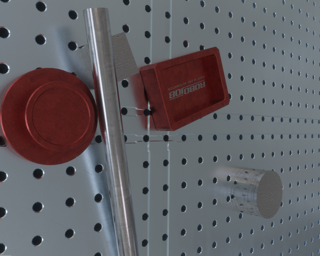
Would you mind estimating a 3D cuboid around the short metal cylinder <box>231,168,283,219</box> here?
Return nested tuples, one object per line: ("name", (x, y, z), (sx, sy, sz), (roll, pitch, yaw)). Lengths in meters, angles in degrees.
("short metal cylinder", (0.167, 0.110, 0.534), (0.081, 0.050, 0.079), (0, 90, -40))

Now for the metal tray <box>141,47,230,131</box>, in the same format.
("metal tray", (0.041, -0.058, 0.440), (0.131, 0.030, 0.089), (-25, 106, -37))

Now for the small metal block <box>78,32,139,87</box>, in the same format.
("small metal block", (-0.058, -0.079, 0.360), (0.050, 0.025, 0.050), (-32, 110, -35))

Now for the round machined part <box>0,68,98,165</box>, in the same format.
("round machined part", (-0.106, -0.011, 0.310), (0.099, 0.042, 0.097), (0, 90, -40))

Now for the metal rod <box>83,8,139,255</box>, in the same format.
("metal rod", (-0.051, 0.025, 0.346), (0.025, 0.025, 0.298), (-16, 107, -39))
